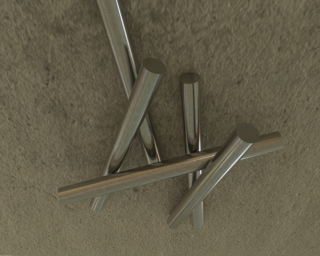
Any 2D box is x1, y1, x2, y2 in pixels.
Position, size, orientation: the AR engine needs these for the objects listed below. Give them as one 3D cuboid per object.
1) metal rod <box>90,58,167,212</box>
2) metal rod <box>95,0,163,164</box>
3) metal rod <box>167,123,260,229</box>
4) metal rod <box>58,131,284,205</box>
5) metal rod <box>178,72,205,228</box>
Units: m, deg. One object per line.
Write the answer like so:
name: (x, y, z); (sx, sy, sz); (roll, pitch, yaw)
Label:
metal rod: (-0.055, 0.033, 0.411); (0.025, 0.025, 0.298); (15, 136, -13)
metal rod: (-0.030, -0.044, 0.369); (0.025, 0.025, 0.298); (-9, 130, 7)
metal rod: (0.056, 0.086, 0.431); (0.025, 0.025, 0.298); (9, 145, -9)
metal rod: (0.012, 0.055, 0.414); (0.302, 0.025, 0.025); (-15, 129, 3)
metal rod: (0.050, 0.055, 0.454); (0.025, 0.025, 0.298); (-5, 130, 4)
